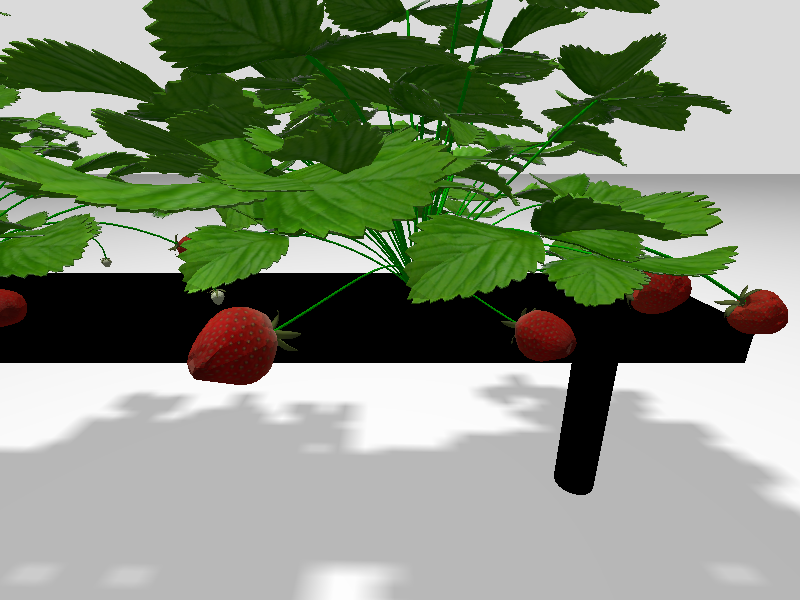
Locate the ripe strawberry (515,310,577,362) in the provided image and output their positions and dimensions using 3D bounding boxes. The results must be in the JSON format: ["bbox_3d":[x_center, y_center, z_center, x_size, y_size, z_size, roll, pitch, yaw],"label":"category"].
[{"bbox_3d":[0.087,0.022,0.239,0.035,0.030,0.035,-10,22,-27],"label":"ripe strawberry"}]

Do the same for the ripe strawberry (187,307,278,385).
[{"bbox_3d":[-0.090,0.026,0.213,0.042,0.044,0.046,12,23,32],"label":"ripe strawberry"}]

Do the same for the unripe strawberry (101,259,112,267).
[{"bbox_3d":[-0.331,-0.042,0.452,0.010,0.010,0.011,-16,25,-38],"label":"unripe strawberry"}]

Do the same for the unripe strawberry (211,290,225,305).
[{"bbox_3d":[-0.142,-0.002,0.311,0.010,0.011,0.011,-7,20,-18],"label":"unripe strawberry"}]

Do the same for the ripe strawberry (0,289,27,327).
[{"bbox_3d":[-0.287,0.006,0.286,0.034,0.029,0.034,11,22,27],"label":"ripe strawberry"}]

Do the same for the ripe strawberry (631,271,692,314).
[{"bbox_3d":[0.201,-0.009,0.309,0.041,0.043,0.038,6,20,15],"label":"ripe strawberry"}]

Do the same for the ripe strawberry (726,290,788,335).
[{"bbox_3d":[0.245,0.010,0.273,0.031,0.032,0.028,37,28,8],"label":"ripe strawberry"}]

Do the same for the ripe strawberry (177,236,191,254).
[{"bbox_3d":[-0.246,-0.061,0.478,0.035,0.030,0.035,11,10,-36],"label":"ripe strawberry"}]
